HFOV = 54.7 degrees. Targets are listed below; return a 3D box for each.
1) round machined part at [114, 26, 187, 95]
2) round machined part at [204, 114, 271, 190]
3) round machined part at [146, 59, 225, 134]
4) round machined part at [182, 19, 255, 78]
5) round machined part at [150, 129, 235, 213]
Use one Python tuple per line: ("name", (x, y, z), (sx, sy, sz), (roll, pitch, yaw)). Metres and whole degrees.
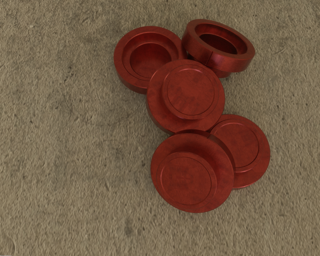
("round machined part", (-0.013, -0.089, 0.433), (0.099, 0.042, 0.098), (0, 70, -1))
("round machined part", (0.091, 0.027, 0.391), (0.099, 0.042, 0.098), (0, 70, -1))
("round machined part", (0.033, -0.039, 0.380), (0.099, 0.042, 0.097), (1, 80, -8))
("round machined part", (0.076, -0.105, 0.425), (0.099, 0.042, 0.098), (13, 42, -12))
("round machined part", (0.034, 0.053, 0.354), (0.098, 0.042, 0.097), (5, 105, 18))
